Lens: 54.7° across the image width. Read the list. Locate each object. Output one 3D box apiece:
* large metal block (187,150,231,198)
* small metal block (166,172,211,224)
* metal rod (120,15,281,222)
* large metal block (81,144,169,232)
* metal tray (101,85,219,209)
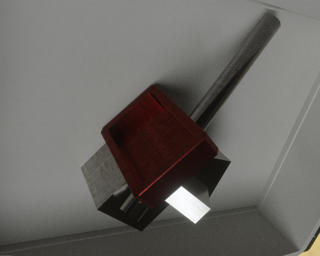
[{"bbox_3d":[0.038,0.053,0.428,0.050,0.080,0.080,14,111,-35],"label":"large metal block"},{"bbox_3d":[0.029,0.073,0.358,0.050,0.050,0.025,39,106,-8],"label":"small metal block"},{"bbox_3d":[0.056,-0.022,0.367,0.300,0.025,0.025,-52,131,-13],"label":"metal rod"},{"bbox_3d":[-0.045,0.074,0.395,0.050,0.080,0.080,-45,130,3],"label":"large metal block"},{"bbox_3d":[-0.008,0.013,0.344,0.090,0.130,0.030,-41,129,1],"label":"metal tray"}]
